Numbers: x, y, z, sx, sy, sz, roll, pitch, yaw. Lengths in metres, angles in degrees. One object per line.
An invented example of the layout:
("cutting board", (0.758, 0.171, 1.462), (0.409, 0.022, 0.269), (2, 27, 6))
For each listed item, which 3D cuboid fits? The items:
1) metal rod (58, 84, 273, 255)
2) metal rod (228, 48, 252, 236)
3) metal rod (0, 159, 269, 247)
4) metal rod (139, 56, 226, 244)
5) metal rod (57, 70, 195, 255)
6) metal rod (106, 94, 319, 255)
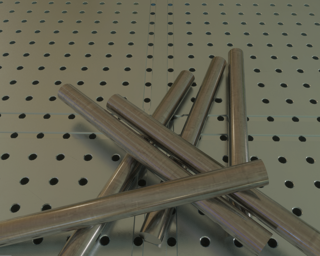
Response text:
("metal rod", (-0.015, 0.030, 0.348), (0.300, 0.025, 0.025), (35, 58, 25))
("metal rod", (0.104, -0.007, 0.414), (0.025, 0.025, 0.300), (6, 50, 5))
("metal rod", (-0.049, 0.078, 0.300), (0.301, 0.025, 0.025), (-14, 50, 4))
("metal rod", (0.042, 0.004, 0.404), (0.025, 0.025, 0.301), (16, 52, 13))
("metal rod", (-0.023, 0.026, 0.385), (0.025, 0.025, 0.301), (20, 53, 16))
("metal rod", (0.052, 0.044, 0.337), (0.300, 0.025, 0.025), (35, 58, 25))
